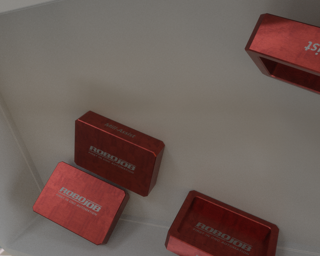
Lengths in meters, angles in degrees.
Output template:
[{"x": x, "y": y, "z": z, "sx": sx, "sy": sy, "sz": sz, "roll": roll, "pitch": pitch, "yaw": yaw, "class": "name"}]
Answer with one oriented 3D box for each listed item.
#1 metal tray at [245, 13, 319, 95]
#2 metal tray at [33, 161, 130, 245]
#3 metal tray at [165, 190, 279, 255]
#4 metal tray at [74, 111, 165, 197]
[{"x": 0.142, "y": -0.044, "z": 0.245, "sx": 0.130, "sy": 0.090, "sz": 0.030, "roll": 27, "pitch": 99, "yaw": 26, "class": "metal tray"}, {"x": -0.128, "y": 0.121, "z": 0.506, "sx": 0.130, "sy": 0.090, "sz": 0.030, "roll": 22, "pitch": 163, "yaw": 14, "class": "metal tray"}, {"x": 0.083, "y": 0.144, "z": 0.411, "sx": 0.130, "sy": 0.090, "sz": 0.030, "roll": 21, "pitch": 126, "yaw": 15, "class": "metal tray"}, {"x": -0.064, "y": 0.039, "z": 0.461, "sx": 0.130, "sy": 0.030, "sz": 0.089, "roll": 22, "pitch": 127, "yaw": 14, "class": "metal tray"}]
